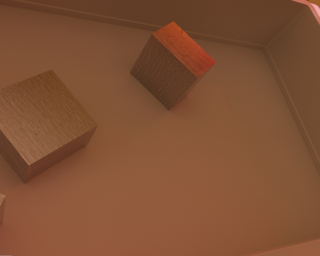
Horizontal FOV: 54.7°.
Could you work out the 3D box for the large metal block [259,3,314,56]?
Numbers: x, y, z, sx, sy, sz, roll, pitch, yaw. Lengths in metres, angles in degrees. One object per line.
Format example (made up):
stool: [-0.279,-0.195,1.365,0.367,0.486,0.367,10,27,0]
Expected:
large metal block: [0.270,-0.212,0.666,0.081,0.050,0.080,9,58,-24]

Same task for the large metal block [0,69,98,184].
large metal block: [-0.127,-0.003,0.323,0.080,0.050,0.081,50,51,6]

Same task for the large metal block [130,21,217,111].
large metal block: [0.016,-0.084,0.430,0.080,0.080,0.050,45,51,2]

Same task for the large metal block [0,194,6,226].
large metal block: [-0.171,0.071,0.235,0.080,0.080,0.050,25,53,-13]
